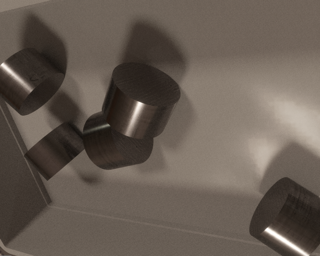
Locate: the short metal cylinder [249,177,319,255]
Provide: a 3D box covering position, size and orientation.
[{"bbox_3d":[0.149,0.105,0.359,0.050,0.080,0.079,33,129,6],"label":"short metal cylinder"}]

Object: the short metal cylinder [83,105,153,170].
[{"bbox_3d":[-0.053,0.012,0.407,0.050,0.080,0.080,-16,110,34],"label":"short metal cylinder"}]

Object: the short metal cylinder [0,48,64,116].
[{"bbox_3d":[-0.180,-0.063,0.427,0.050,0.080,0.080,43,129,-2],"label":"short metal cylinder"}]

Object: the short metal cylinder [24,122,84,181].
[{"bbox_3d":[-0.158,0.035,0.476,0.050,0.080,0.080,49,128,-7],"label":"short metal cylinder"}]

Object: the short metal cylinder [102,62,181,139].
[{"bbox_3d":[-0.023,-0.033,0.363,0.080,0.080,0.050,32,128,7],"label":"short metal cylinder"}]
